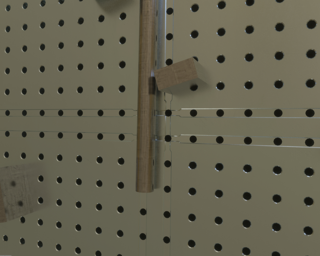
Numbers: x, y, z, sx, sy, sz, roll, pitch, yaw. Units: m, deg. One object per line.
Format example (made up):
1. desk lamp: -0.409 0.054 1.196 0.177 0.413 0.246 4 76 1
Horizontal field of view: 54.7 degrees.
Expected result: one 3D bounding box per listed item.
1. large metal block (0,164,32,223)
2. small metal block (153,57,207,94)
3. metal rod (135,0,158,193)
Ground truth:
1. large metal block: -0.259 0.106 0.488 0.080 0.050 0.080 -13 86 19
2. small metal block: 0.026 -0.064 0.389 0.050 0.050 0.025 -16 85 19
3. metal rod: -0.017 -0.064 0.417 0.025 0.025 0.298 1 90 19
